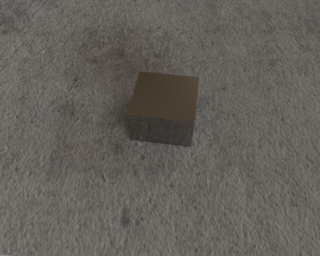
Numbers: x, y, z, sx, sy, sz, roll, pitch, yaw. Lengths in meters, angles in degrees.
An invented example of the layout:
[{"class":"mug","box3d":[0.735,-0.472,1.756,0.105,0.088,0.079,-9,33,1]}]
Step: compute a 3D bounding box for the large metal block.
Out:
[{"class":"large metal block","box3d":[0.006,-0.026,0.409,0.080,0.050,0.080,7,50,5]}]
